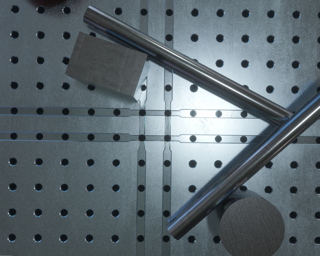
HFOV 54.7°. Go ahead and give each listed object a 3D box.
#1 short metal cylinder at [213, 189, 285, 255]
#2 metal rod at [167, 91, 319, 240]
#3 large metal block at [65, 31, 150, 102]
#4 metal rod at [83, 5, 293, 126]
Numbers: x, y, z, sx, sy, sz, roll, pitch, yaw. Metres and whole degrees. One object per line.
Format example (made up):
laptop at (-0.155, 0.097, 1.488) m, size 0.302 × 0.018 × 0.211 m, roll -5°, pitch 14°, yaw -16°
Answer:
short metal cylinder at (0.112, 0.124, 0.403) m, size 0.081 × 0.050 × 0.079 m, roll 0°, pitch 90°, yaw -1°
metal rod at (0.127, 0.038, 0.398) m, size 0.300 × 0.025 × 0.025 m, roll -43°, pitch 91°, yaw 6°
large metal block at (-0.060, -0.072, 0.385) m, size 0.080 × 0.080 × 0.050 m, roll 19°, pitch 90°, yaw -1°
metal rod at (0.037, -0.081, 0.413) m, size 0.301 × 0.025 × 0.025 m, roll 28°, pitch 90°, yaw -1°
